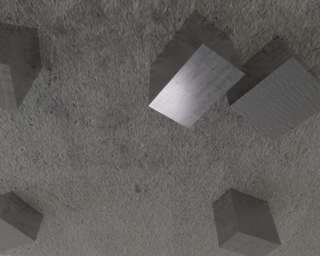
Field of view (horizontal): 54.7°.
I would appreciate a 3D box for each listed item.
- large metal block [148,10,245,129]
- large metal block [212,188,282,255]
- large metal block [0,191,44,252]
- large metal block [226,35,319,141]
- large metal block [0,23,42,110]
[{"bbox_3d":[0.033,-0.061,0.320,0.050,0.080,0.080,29,124,-22],"label":"large metal block"},{"bbox_3d":[0.138,0.155,0.505,0.080,0.080,0.050,22,127,-18],"label":"large metal block"},{"bbox_3d":[-0.263,0.160,0.525,0.080,0.050,0.080,-21,127,17],"label":"large metal block"},{"bbox_3d":[0.133,-0.043,0.355,0.080,0.050,0.080,33,123,-25],"label":"large metal block"},{"bbox_3d":[-0.175,-0.067,0.312,0.081,0.080,0.050,6,130,-6],"label":"large metal block"}]
